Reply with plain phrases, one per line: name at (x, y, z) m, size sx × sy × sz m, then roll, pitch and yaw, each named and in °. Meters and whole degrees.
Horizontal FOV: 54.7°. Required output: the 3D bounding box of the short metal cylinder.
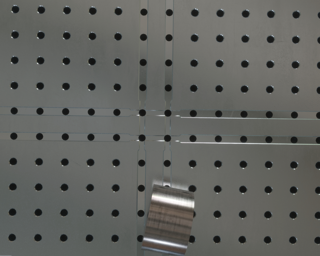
short metal cylinder at (0.009, 0.114, 0.386) m, size 0.050 × 0.080 × 0.080 m, roll 12°, pitch 90°, yaw 0°
